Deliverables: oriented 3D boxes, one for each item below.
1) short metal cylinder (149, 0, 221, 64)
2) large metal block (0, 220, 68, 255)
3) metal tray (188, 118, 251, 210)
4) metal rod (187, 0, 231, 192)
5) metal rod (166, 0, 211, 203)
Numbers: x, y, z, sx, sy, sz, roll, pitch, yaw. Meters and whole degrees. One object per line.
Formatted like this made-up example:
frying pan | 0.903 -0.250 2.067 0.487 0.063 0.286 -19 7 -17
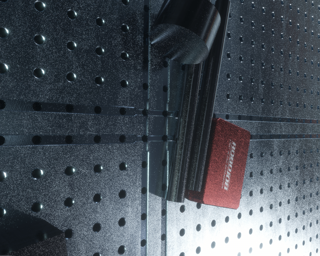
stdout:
short metal cylinder | 0.032 -0.127 0.402 0.080 0.080 0.050 34 69 -35
large metal block | -0.131 0.142 0.284 0.081 0.050 0.079 -10 97 -40
metal tray | 0.097 0.057 0.490 0.091 0.030 0.129 20 77 -39
metal rod | 0.073 -0.055 0.469 0.025 0.025 0.299 19 77 -39
metal rod | 0.043 -0.045 0.447 0.025 0.025 0.298 14 81 -40
